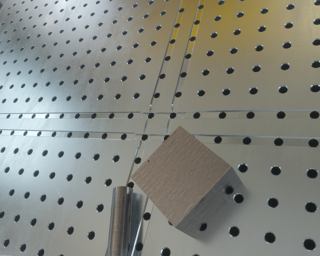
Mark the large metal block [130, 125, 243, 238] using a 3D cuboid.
[{"bbox_3d":[0.029,0.058,0.342,0.080,0.050,0.080,-46,51,-4],"label":"large metal block"}]

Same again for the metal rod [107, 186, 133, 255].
[{"bbox_3d":[-0.047,0.205,0.307,0.025,0.025,0.299,-13,56,21],"label":"metal rod"}]
